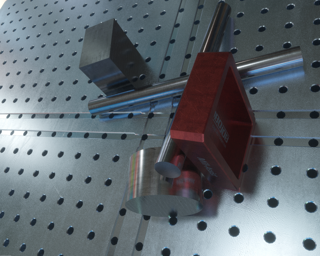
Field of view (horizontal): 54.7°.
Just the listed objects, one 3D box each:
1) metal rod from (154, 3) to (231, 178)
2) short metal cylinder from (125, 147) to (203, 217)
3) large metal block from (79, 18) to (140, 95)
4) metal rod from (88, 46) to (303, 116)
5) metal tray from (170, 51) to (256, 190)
[{"bbox_3d":[0.051,-0.070,0.374,0.025,0.025,0.300,-2,45,27],"label":"metal rod"},{"bbox_3d":[0.005,0.061,0.333,0.080,0.080,0.050,-12,57,22],"label":"short metal cylinder"},{"bbox_3d":[-0.074,-0.105,0.476,0.050,0.080,0.080,-13,56,21],"label":"large metal block"},{"bbox_3d":[0.033,-0.059,0.427,0.301,0.025,0.025,-11,57,21],"label":"metal rod"},{"bbox_3d":[0.061,-0.002,0.310,0.030,0.130,0.090,7,65,31],"label":"metal tray"}]
